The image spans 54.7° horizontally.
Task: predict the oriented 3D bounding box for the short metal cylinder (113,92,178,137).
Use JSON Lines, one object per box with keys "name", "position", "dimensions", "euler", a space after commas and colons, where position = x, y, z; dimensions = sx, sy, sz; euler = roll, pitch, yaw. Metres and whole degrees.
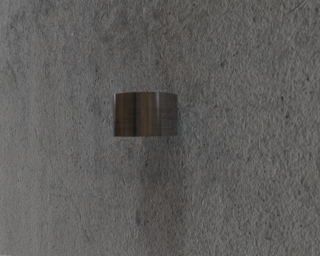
{"name": "short metal cylinder", "position": [-0.018, -0.015, 0.384], "dimensions": [0.080, 0.081, 0.050], "euler": [-1, 90, 39]}
